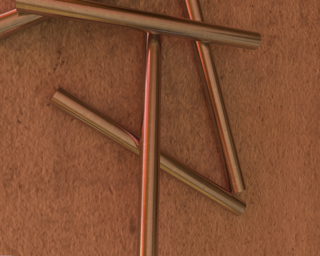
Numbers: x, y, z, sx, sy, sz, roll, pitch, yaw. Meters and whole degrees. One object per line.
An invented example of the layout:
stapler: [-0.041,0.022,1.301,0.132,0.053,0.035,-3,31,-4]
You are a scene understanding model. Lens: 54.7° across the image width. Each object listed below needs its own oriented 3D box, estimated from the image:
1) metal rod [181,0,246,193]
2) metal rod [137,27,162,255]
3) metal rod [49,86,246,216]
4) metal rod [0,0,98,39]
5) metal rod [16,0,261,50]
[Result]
metal rod: [0.075,-0.054,0.437,0.025,0.025,0.298,-17,96,-20]
metal rod: [-0.012,0.020,0.378,0.025,0.025,0.298,5,78,-20]
metal rod: [-0.003,0.039,0.408,0.301,0.025,0.025,33,79,-17]
metal rod: [-0.072,-0.174,0.382,0.302,0.025,0.025,-30,100,-18]
metal rod: [-0.009,-0.128,0.378,0.303,0.025,0.025,3,89,-21]
